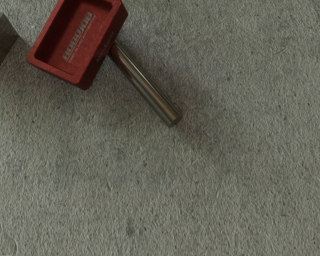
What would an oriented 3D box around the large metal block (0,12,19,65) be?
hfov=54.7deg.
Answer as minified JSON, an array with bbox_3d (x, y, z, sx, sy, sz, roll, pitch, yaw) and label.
[{"bbox_3d":[-0.266,-0.127,0.439,0.080,0.050,0.080,19,71,6],"label":"large metal block"}]

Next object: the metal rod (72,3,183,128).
[{"bbox_3d":[-0.071,-0.119,0.450,0.025,0.025,0.300,-36,74,-12],"label":"metal rod"}]

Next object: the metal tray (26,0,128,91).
[{"bbox_3d":[-0.114,-0.128,0.431,0.090,0.030,0.130,25,85,15],"label":"metal tray"}]
